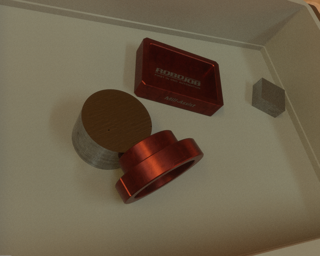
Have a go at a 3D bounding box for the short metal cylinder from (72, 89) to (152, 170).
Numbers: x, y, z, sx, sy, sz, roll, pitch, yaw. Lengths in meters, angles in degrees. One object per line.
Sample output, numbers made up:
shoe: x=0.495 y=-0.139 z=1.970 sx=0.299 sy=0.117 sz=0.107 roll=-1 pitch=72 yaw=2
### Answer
short metal cylinder: x=-0.056 y=0.002 z=0.359 sx=0.081 sy=0.050 sz=0.080 roll=14 pitch=56 yaw=-21

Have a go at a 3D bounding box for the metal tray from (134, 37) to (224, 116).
metal tray: x=0.029 y=-0.076 z=0.465 sx=0.131 sy=0.030 sz=0.090 roll=14 pitch=56 yaw=-21

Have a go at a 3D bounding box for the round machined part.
round machined part: x=-0.006 y=0.038 z=0.334 sx=0.099 sy=0.097 sz=0.042 roll=-21 pitch=71 yaw=-36

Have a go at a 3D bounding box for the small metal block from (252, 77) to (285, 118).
small metal block: x=0.191 y=-0.053 z=0.544 sx=0.050 sy=0.025 sz=0.050 roll=25 pitch=53 yaw=-13
